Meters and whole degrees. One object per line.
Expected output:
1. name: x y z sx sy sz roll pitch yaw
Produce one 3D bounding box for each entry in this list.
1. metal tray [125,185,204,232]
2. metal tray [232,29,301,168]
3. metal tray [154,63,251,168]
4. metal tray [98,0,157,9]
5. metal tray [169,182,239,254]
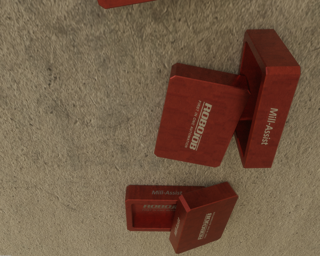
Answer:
1. metal tray: 0.010 0.136 0.519 0.131 0.030 0.089 1 130 -1
2. metal tray: 0.108 -0.030 0.339 0.030 0.090 0.129 -1 130 1
3. metal tray: 0.047 -0.011 0.387 0.091 0.030 0.129 11 131 -2
4. metal tray: 0.001 -0.162 0.266 0.131 0.030 0.090 -8 130 6
5. metal tray: 0.069 0.150 0.511 0.091 0.030 0.129 -11 133 -21
